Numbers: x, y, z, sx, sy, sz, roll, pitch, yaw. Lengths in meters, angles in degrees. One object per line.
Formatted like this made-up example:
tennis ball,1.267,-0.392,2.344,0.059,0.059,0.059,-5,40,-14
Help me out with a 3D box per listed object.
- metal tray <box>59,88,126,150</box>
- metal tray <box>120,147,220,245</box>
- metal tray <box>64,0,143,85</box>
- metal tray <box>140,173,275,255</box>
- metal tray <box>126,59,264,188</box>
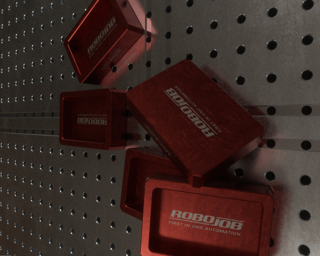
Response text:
metal tray,-0.111,-0.014,0.494,0.130,0.030,0.089,2,92,39
metal tray,0.007,0.081,0.397,0.130,0.030,0.089,11,97,39
metal tray,-0.093,-0.140,0.479,0.130,0.030,0.090,-39,66,32
metal tray,0.048,0.102,0.330,0.131,0.030,0.089,5,95,14
metal tray,0.034,-0.011,0.339,0.130,0.090,0.030,49,162,28
